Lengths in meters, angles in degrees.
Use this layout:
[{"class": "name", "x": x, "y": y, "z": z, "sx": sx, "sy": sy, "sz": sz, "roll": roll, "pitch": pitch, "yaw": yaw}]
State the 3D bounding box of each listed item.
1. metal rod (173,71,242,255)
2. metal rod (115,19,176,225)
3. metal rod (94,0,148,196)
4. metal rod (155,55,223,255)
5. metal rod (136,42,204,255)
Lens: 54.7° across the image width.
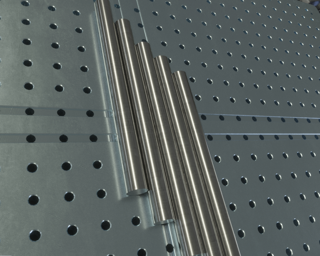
[{"class": "metal rod", "x": 0.059, "y": 0.052, "z": 0.409, "sx": 0.025, "sy": 0.025, "sz": 0.299, "roll": 1, "pitch": 61, "yaw": -28}, {"class": "metal rod", "x": -0.026, "y": -0.026, "z": 0.410, "sx": 0.025, "sy": 0.025, "sz": 0.299, "roll": 1, "pitch": 61, "yaw": -28}, {"class": "metal rod", "x": -0.057, "y": -0.059, "z": 0.414, "sx": 0.025, "sy": 0.025, "sz": 0.299, "roll": 1, "pitch": 61, "yaw": -28}, {"class": "metal rod", "x": 0.031, "y": 0.029, "z": 0.408, "sx": 0.025, "sy": 0.025, "sz": 0.299, "roll": 1, "pitch": 61, "yaw": -28}, {"class": "metal rod", "x": 0.005, "y": 0.010, "z": 0.405, "sx": 0.025, "sy": 0.025, "sz": 0.299, "roll": 1, "pitch": 61, "yaw": -28}]
